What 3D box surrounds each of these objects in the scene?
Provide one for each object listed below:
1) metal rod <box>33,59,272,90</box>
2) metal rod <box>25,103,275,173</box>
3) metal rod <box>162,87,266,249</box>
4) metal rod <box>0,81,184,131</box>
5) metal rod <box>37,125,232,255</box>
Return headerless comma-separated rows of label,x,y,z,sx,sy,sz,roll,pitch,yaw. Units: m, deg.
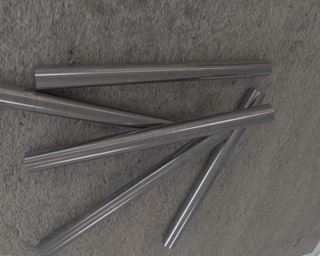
metal rod,0.012,-0.067,0.371,0.303,0.025,0.025,-7,122,-25
metal rod,-0.003,0.010,0.377,0.302,0.025,0.025,-11,124,-10
metal rod,0.079,0.073,0.494,0.025,0.025,0.298,15,111,-34
metal rod,-0.042,-0.013,0.375,0.302,0.025,0.025,10,113,-33
metal rod,-0.035,0.084,0.420,0.301,0.025,0.025,-34,129,1
